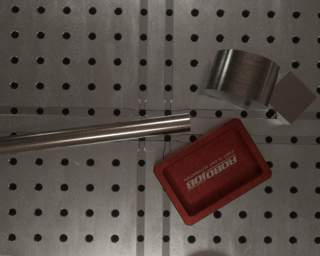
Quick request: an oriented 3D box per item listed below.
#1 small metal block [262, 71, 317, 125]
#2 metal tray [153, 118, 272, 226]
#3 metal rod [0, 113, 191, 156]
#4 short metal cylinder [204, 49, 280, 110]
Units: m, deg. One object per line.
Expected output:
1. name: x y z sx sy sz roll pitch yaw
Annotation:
1. small metal block: 0.170 -0.040 0.416 0.050 0.025 0.050 44 90 -1
2. metal tray: 0.068 0.056 0.411 0.130 0.030 0.090 -31 90 -1
3. metal rod: -0.111 0.011 0.411 0.302 0.025 0.025 -7 90 -1
4. short metal cylinder: 0.102 -0.059 0.387 0.080 0.080 0.050 18 90 -1
